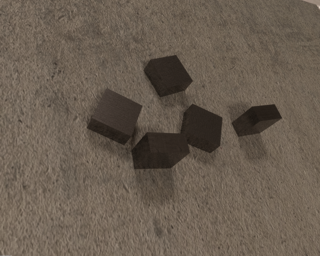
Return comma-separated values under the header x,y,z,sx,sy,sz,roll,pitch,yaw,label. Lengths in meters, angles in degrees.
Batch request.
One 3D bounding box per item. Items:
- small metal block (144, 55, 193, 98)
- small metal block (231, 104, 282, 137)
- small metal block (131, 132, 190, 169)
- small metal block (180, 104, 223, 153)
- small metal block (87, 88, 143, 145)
x,y,z,sx,sy,sz,roll,pitch,yaw,label
0.012,-0.078,0.460,0.050,0.025,0.050,-20,73,-36,small metal block
0.149,-0.011,0.477,0.050,0.050,0.025,-7,66,-32,small metal block
0.000,0.028,0.372,0.050,0.050,0.025,3,61,-27,small metal block
0.058,0.001,0.437,0.050,0.025,0.050,23,53,-15,small metal block
-0.055,-0.014,0.384,0.050,0.025,0.050,26,52,-12,small metal block
